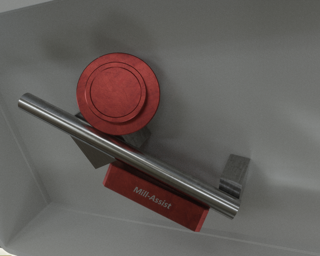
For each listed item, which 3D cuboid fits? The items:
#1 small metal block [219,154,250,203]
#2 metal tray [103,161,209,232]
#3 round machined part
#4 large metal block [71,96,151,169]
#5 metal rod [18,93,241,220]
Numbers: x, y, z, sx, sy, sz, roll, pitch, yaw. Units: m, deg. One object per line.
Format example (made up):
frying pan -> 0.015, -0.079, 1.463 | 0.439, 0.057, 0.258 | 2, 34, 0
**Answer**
small metal block -> 0.091, 0.069, 0.384 | 0.025, 0.050, 0.050 | 14, 124, 20
metal tray -> 0.003, 0.079, 0.406 | 0.130, 0.090, 0.030 | 24, 100, 13
round machined part -> -0.049, -0.040, 0.362 | 0.099, 0.042, 0.097 | 0, 91, -1
large metal block -> -0.074, 0.001, 0.428 | 0.080, 0.050, 0.080 | -25, 105, 36
metal rod -> -0.046, 0.029, 0.381 | 0.301, 0.025, 0.025 | 26, 127, 11
